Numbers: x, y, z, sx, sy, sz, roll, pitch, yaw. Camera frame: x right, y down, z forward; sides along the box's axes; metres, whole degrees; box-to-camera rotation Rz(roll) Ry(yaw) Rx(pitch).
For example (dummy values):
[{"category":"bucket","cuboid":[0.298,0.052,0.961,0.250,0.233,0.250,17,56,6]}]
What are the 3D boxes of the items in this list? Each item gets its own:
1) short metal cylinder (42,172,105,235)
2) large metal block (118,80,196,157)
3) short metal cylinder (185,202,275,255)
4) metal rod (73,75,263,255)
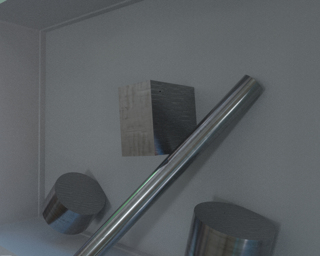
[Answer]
[{"category":"short metal cylinder","cuboid":[-0.132,0.115,0.477,0.080,0.081,0.050,51,120,27]},{"category":"large metal block","cuboid":[-0.001,-0.009,0.369,0.050,0.081,0.080,-6,86,40]},{"category":"short metal cylinder","cuboid":[0.069,0.115,0.313,0.080,0.081,0.050,18,101,38]},{"category":"metal rod","cuboid":[-0.004,0.061,0.336,0.300,0.025,0.025,-47,60,4]}]
